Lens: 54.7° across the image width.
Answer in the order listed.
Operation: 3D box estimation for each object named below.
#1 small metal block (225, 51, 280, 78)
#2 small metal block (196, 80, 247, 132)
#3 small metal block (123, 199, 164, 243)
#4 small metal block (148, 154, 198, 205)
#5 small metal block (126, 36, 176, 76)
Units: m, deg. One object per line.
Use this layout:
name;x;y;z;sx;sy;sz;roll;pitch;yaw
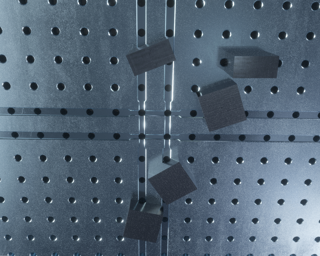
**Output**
small metal block;0.108;-0.077;0.373;0.050;0.050;0.025;0;110;-1
small metal block;0.080;-0.029;0.404;0.050;0.025;0.050;-18;109;6
small metal block;-0.025;0.140;0.465;0.050;0.025;0.050;12;110;-5
small metal block;0.018;0.074;0.441;0.050;0.025;0.050;-31;108;10
small metal block;-0.010;-0.087;0.368;0.050;0.050;0.025;-20;109;7
